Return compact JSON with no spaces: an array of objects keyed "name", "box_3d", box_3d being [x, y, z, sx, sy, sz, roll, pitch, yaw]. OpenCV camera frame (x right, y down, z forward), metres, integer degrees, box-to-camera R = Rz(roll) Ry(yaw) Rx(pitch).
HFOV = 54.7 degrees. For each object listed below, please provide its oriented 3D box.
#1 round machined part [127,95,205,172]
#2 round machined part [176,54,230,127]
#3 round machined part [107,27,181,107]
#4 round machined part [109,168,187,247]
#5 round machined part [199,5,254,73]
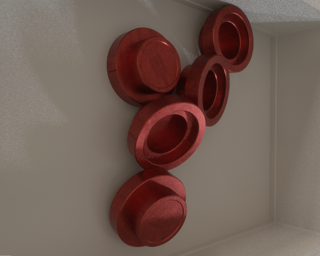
[{"name":"round machined part","box_3d":[0.004,0.003,0.381,0.099,0.042,0.097,-18,129,-24]},{"name":"round machined part","box_3d":[0.058,-0.053,0.431,0.099,0.042,0.097,-23,118,-52]},{"name":"round machined part","box_3d":[-0.013,-0.076,0.385,0.099,0.042,0.097,0,90,-40]},{"name":"round machined part","box_3d":[-0.007,0.101,0.371,0.099,0.042,0.097,-15,118,-31]},{"name":"round machined part","box_3d":[0.098,-0.133,0.475,0.099,0.042,0.097,-3,94,-40]}]
